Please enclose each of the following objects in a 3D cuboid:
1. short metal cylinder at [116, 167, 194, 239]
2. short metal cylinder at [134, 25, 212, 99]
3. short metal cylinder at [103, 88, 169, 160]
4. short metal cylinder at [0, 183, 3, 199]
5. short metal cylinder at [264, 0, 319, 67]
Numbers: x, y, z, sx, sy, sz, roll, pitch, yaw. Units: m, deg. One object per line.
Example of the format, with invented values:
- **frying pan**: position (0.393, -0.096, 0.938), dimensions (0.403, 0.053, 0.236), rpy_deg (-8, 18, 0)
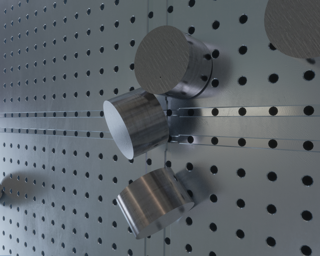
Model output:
- **short metal cylinder**: position (-0.006, 0.092, 0.378), dimensions (0.080, 0.081, 0.050), rpy_deg (-48, 62, 29)
- **short metal cylinder**: position (0.015, -0.077, 0.377), dimensions (0.080, 0.050, 0.080), rpy_deg (-3, 85, 37)
- **short metal cylinder**: position (-0.031, -0.006, 0.396), dimensions (0.080, 0.050, 0.080), rpy_deg (48, 152, 37)
- **short metal cylinder**: position (-0.417, 0.157, 0.718), dimensions (0.050, 0.081, 0.080), rpy_deg (-45, 63, 31)
- **short metal cylinder**: position (0.142, -0.098, 0.276), dimensions (0.080, 0.050, 0.079), rpy_deg (0, 90, 40)
